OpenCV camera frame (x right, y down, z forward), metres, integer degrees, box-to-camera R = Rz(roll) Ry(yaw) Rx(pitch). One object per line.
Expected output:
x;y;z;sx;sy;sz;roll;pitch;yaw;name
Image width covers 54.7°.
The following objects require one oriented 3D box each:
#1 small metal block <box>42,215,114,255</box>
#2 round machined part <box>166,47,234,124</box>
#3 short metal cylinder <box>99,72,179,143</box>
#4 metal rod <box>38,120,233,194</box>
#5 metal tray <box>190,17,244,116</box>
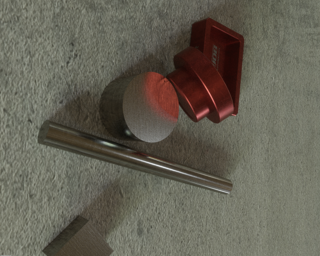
-0.087;0.132;0.332;0.050;0.025;0.050;-44;117;-31;small metal block
0.043;-0.046;0.377;0.042;0.098;0.098;-33;114;-4;round machined part
-0.024;-0.024;0.368;0.081;0.050;0.080;0;90;-40;short metal cylinder
-0.005;0.049;0.400;0.302;0.025;0.025;22;76;-38;metal rod
0.085;-0.088;0.471;0.091;0.030;0.129;10;84;-40;metal tray
